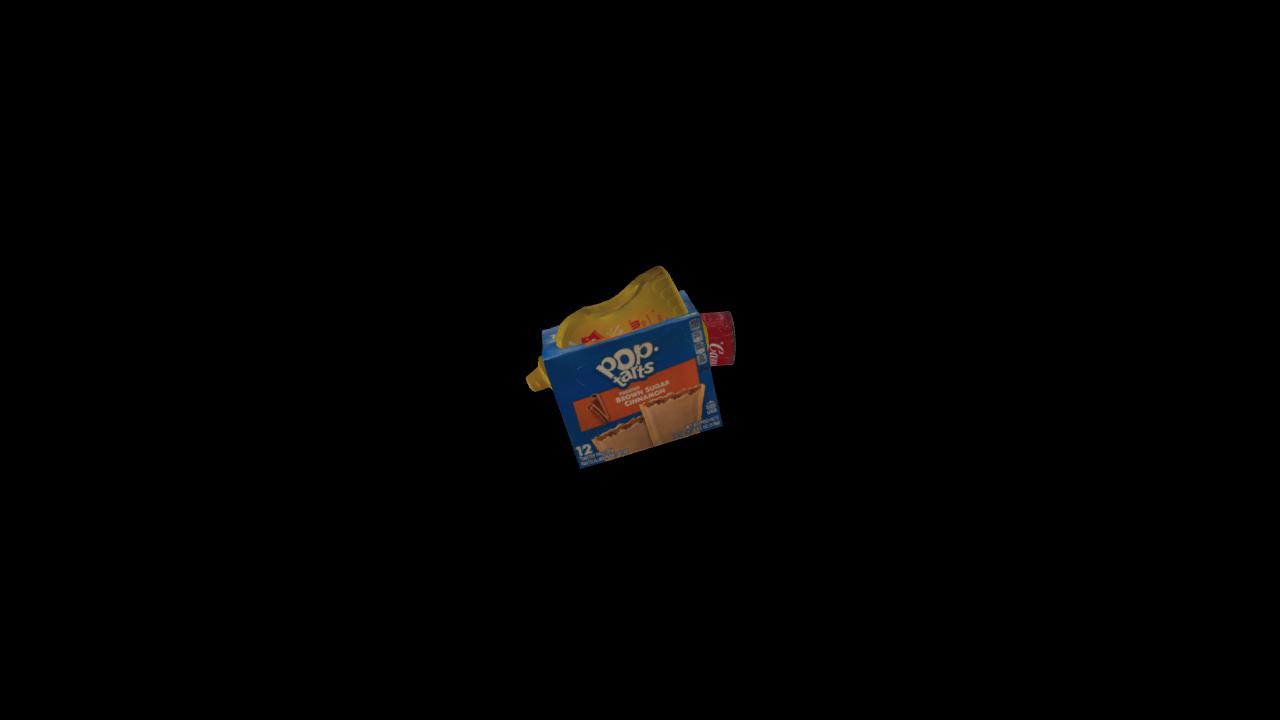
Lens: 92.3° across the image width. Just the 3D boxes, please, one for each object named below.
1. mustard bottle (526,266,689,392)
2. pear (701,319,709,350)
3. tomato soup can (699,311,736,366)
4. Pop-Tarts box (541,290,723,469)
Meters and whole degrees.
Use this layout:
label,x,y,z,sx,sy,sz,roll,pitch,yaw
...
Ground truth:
label,x,y,z,sx,sy,sz,roll,pitch,yaw
mustard bottle,-0.037,-0.018,0.646,0.184,0.092,0.054,-29,34,1
pear,0.025,-0.030,0.687,0.111,0.080,0.080,24,-14,-35
tomato soup can,0.060,-0.023,0.750,0.101,0.068,0.068,-4,0,-2
Pop-Tarts box,-0.008,0.020,0.675,0.167,0.141,0.083,-16,26,-4
